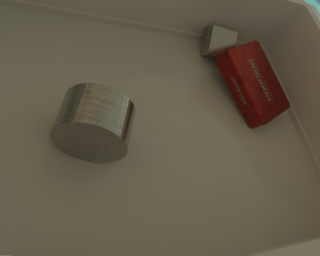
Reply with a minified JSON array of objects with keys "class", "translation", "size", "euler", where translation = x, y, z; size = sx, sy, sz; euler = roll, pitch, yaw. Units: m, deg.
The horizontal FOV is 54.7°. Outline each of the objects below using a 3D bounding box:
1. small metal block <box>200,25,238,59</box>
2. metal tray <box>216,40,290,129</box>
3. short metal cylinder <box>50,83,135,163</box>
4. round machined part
[{"class":"small metal block","translation":[0.102,-0.145,0.536],"size":[0.050,0.025,0.050],"euler":[8,95,-24]},{"class":"metal tray","translation":[0.157,-0.075,0.516],"size":[0.091,0.030,0.130],"euler":[-27,91,-37]},{"class":"short metal cylinder","translation":[-0.070,-0.003,0.335],"size":[0.080,0.080,0.050],"euler":[20,54,-17]},{"class":"round machined part","translation":[0.192,-0.251,0.657],"size":[0.099,0.042,0.098],"euler":[14,56,-21]}]
